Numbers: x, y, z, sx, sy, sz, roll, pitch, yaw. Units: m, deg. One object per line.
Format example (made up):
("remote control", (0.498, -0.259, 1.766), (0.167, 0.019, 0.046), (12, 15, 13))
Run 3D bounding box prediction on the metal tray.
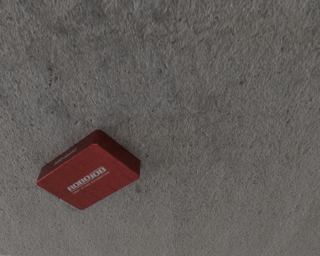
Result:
("metal tray", (-0.105, 0.067, 0.459), (0.130, 0.030, 0.090), (-32, 123, 24))
